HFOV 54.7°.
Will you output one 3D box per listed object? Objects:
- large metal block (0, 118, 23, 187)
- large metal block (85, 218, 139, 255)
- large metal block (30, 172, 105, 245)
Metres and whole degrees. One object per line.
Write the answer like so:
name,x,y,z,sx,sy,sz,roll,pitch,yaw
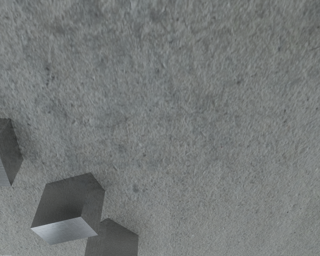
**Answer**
large metal block,-0.241,0.032,0.414,0.081,0.050,0.079,3,130,-3
large metal block,-0.087,0.224,0.561,0.050,0.080,0.080,-34,123,25
large metal block,-0.137,0.123,0.474,0.080,0.080,0.050,-16,129,12
